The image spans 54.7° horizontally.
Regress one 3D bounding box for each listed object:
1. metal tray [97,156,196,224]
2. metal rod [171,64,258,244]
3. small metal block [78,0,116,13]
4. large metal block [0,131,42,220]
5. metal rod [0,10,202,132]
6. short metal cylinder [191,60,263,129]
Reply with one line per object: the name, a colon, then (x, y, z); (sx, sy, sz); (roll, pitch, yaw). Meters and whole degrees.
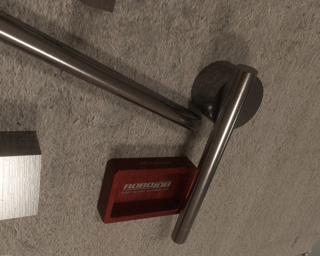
metal tray: (-0.017, 0.088, 0.449); (0.131, 0.030, 0.089); (2, 118, -30)
metal rod: (0.064, 0.056, 0.422); (0.025, 0.025, 0.298); (-4, 127, -27)
small metal block: (-0.055, -0.136, 0.277); (0.025, 0.050, 0.050); (5, 116, -31)
large metal block: (-0.174, 0.050, 0.328); (0.081, 0.050, 0.079); (-1, 119, -29)
metal rod: (-0.061, -0.055, 0.340); (0.302, 0.025, 0.025); (24, 105, -37)
short metal cylinder: (0.089, -0.044, 0.414); (0.081, 0.050, 0.079); (-14, 125, -21)
